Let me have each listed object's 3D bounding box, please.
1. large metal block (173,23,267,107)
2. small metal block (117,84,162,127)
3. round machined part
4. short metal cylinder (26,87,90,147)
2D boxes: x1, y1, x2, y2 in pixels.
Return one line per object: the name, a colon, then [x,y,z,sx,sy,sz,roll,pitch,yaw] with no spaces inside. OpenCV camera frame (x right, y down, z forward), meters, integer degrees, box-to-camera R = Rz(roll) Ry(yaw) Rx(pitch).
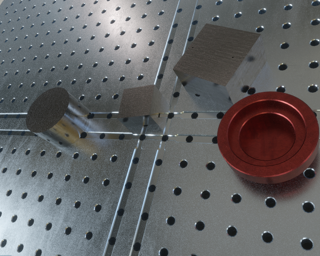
large metal block: [0.078,-0.082,0.401,0.080,0.050,0.080,27,76,36]
small metal block: [-0.028,-0.031,0.441,0.050,0.025,0.050,-5,59,25]
round machined part: [0.115,0.013,0.329,0.098,0.042,0.098,-13,56,20]
short metal cylinder: [-0.159,-0.016,0.483,0.080,0.050,0.080,-13,56,20]
